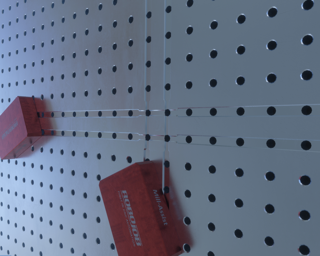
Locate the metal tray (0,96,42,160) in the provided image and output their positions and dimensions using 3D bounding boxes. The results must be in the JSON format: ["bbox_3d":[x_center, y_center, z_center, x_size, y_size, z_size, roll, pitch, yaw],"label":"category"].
[{"bbox_3d":[-0.302,0.002,0.651,0.130,0.030,0.090,-32,71,35],"label":"metal tray"}]

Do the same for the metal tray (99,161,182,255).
[{"bbox_3d":[-0.031,0.121,0.430,0.090,0.030,0.129,-30,72,35],"label":"metal tray"}]
